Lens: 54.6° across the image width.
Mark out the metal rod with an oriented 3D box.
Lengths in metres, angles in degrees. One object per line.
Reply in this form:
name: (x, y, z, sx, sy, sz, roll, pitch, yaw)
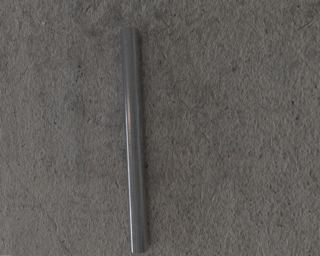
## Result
metal rod: (-0.035, 0.015, 0.421, 0.025, 0.025, 0.298, -3, 89, 20)
